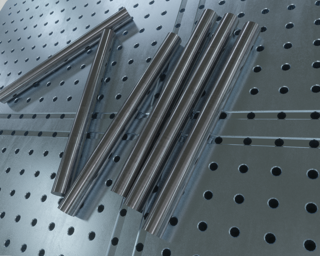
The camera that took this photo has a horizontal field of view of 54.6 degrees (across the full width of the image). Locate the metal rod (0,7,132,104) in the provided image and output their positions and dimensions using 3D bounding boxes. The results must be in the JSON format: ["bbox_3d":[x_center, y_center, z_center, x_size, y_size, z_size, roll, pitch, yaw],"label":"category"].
[{"bbox_3d":[-0.185,-0.135,0.589,0.300,0.025,0.025,-31,52,8],"label":"metal rod"}]

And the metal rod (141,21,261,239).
[{"bbox_3d":[0.059,-0.011,0.384,0.025,0.025,0.300,17,70,35],"label":"metal rod"}]

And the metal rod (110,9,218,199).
[{"bbox_3d":[0.013,-0.045,0.429,0.025,0.025,0.300,14,69,34],"label":"metal rod"}]

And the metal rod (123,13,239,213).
[{"bbox_3d":[0.035,-0.031,0.409,0.025,0.025,0.300,17,70,35],"label":"metal rod"}]

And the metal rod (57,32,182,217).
[{"bbox_3d":[-0.050,-0.015,0.444,0.025,0.025,0.300,19,72,35],"label":"metal rod"}]

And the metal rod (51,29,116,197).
[{"bbox_3d":[-0.115,-0.040,0.494,0.025,0.025,0.300,-5,59,26],"label":"metal rod"}]
